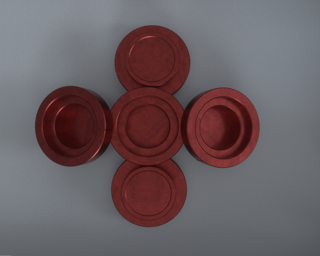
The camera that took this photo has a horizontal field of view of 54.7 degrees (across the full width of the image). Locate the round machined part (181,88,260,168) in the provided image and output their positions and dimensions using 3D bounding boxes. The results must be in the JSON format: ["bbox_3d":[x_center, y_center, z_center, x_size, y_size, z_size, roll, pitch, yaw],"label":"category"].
[{"bbox_3d":[0.072,0.000,0.393,0.099,0.042,0.097,0,90,-17],"label":"round machined part"}]

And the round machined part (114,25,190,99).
[{"bbox_3d":[-0.010,-0.085,0.401,0.099,0.042,0.097,0,90,0],"label":"round machined part"}]

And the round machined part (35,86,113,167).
[{"bbox_3d":[-0.103,-0.002,0.392,0.098,0.042,0.097,0,90,17],"label":"round machined part"}]

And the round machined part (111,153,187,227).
[{"bbox_3d":[-0.014,0.080,0.401,0.099,0.042,0.097,0,90,0],"label":"round machined part"}]

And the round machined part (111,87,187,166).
[{"bbox_3d":[-0.016,-0.002,0.400,0.099,0.042,0.097,0,90,0],"label":"round machined part"}]
